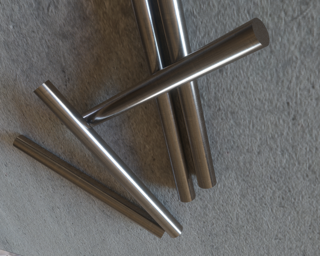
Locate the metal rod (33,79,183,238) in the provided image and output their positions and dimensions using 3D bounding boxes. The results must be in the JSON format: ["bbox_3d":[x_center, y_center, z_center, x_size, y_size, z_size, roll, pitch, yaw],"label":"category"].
[{"bbox_3d":[-0.064,0.055,0.446,0.025,0.025,0.300,-25,113,36],"label":"metal rod"}]

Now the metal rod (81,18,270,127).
[{"bbox_3d":[-0.018,-0.042,0.356,0.299,0.025,0.025,-20,109,45],"label":"metal rod"}]

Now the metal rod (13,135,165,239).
[{"bbox_3d":[-0.122,0.096,0.528,0.301,0.025,0.025,30,128,8],"label":"metal rod"}]

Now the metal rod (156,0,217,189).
[{"bbox_3d":[0.029,-0.057,0.355,0.025,0.025,0.298,-1,118,28],"label":"metal rod"}]

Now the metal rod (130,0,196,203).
[{"bbox_3d":[0.007,-0.032,0.382,0.025,0.025,0.298,0,119,28],"label":"metal rod"}]
